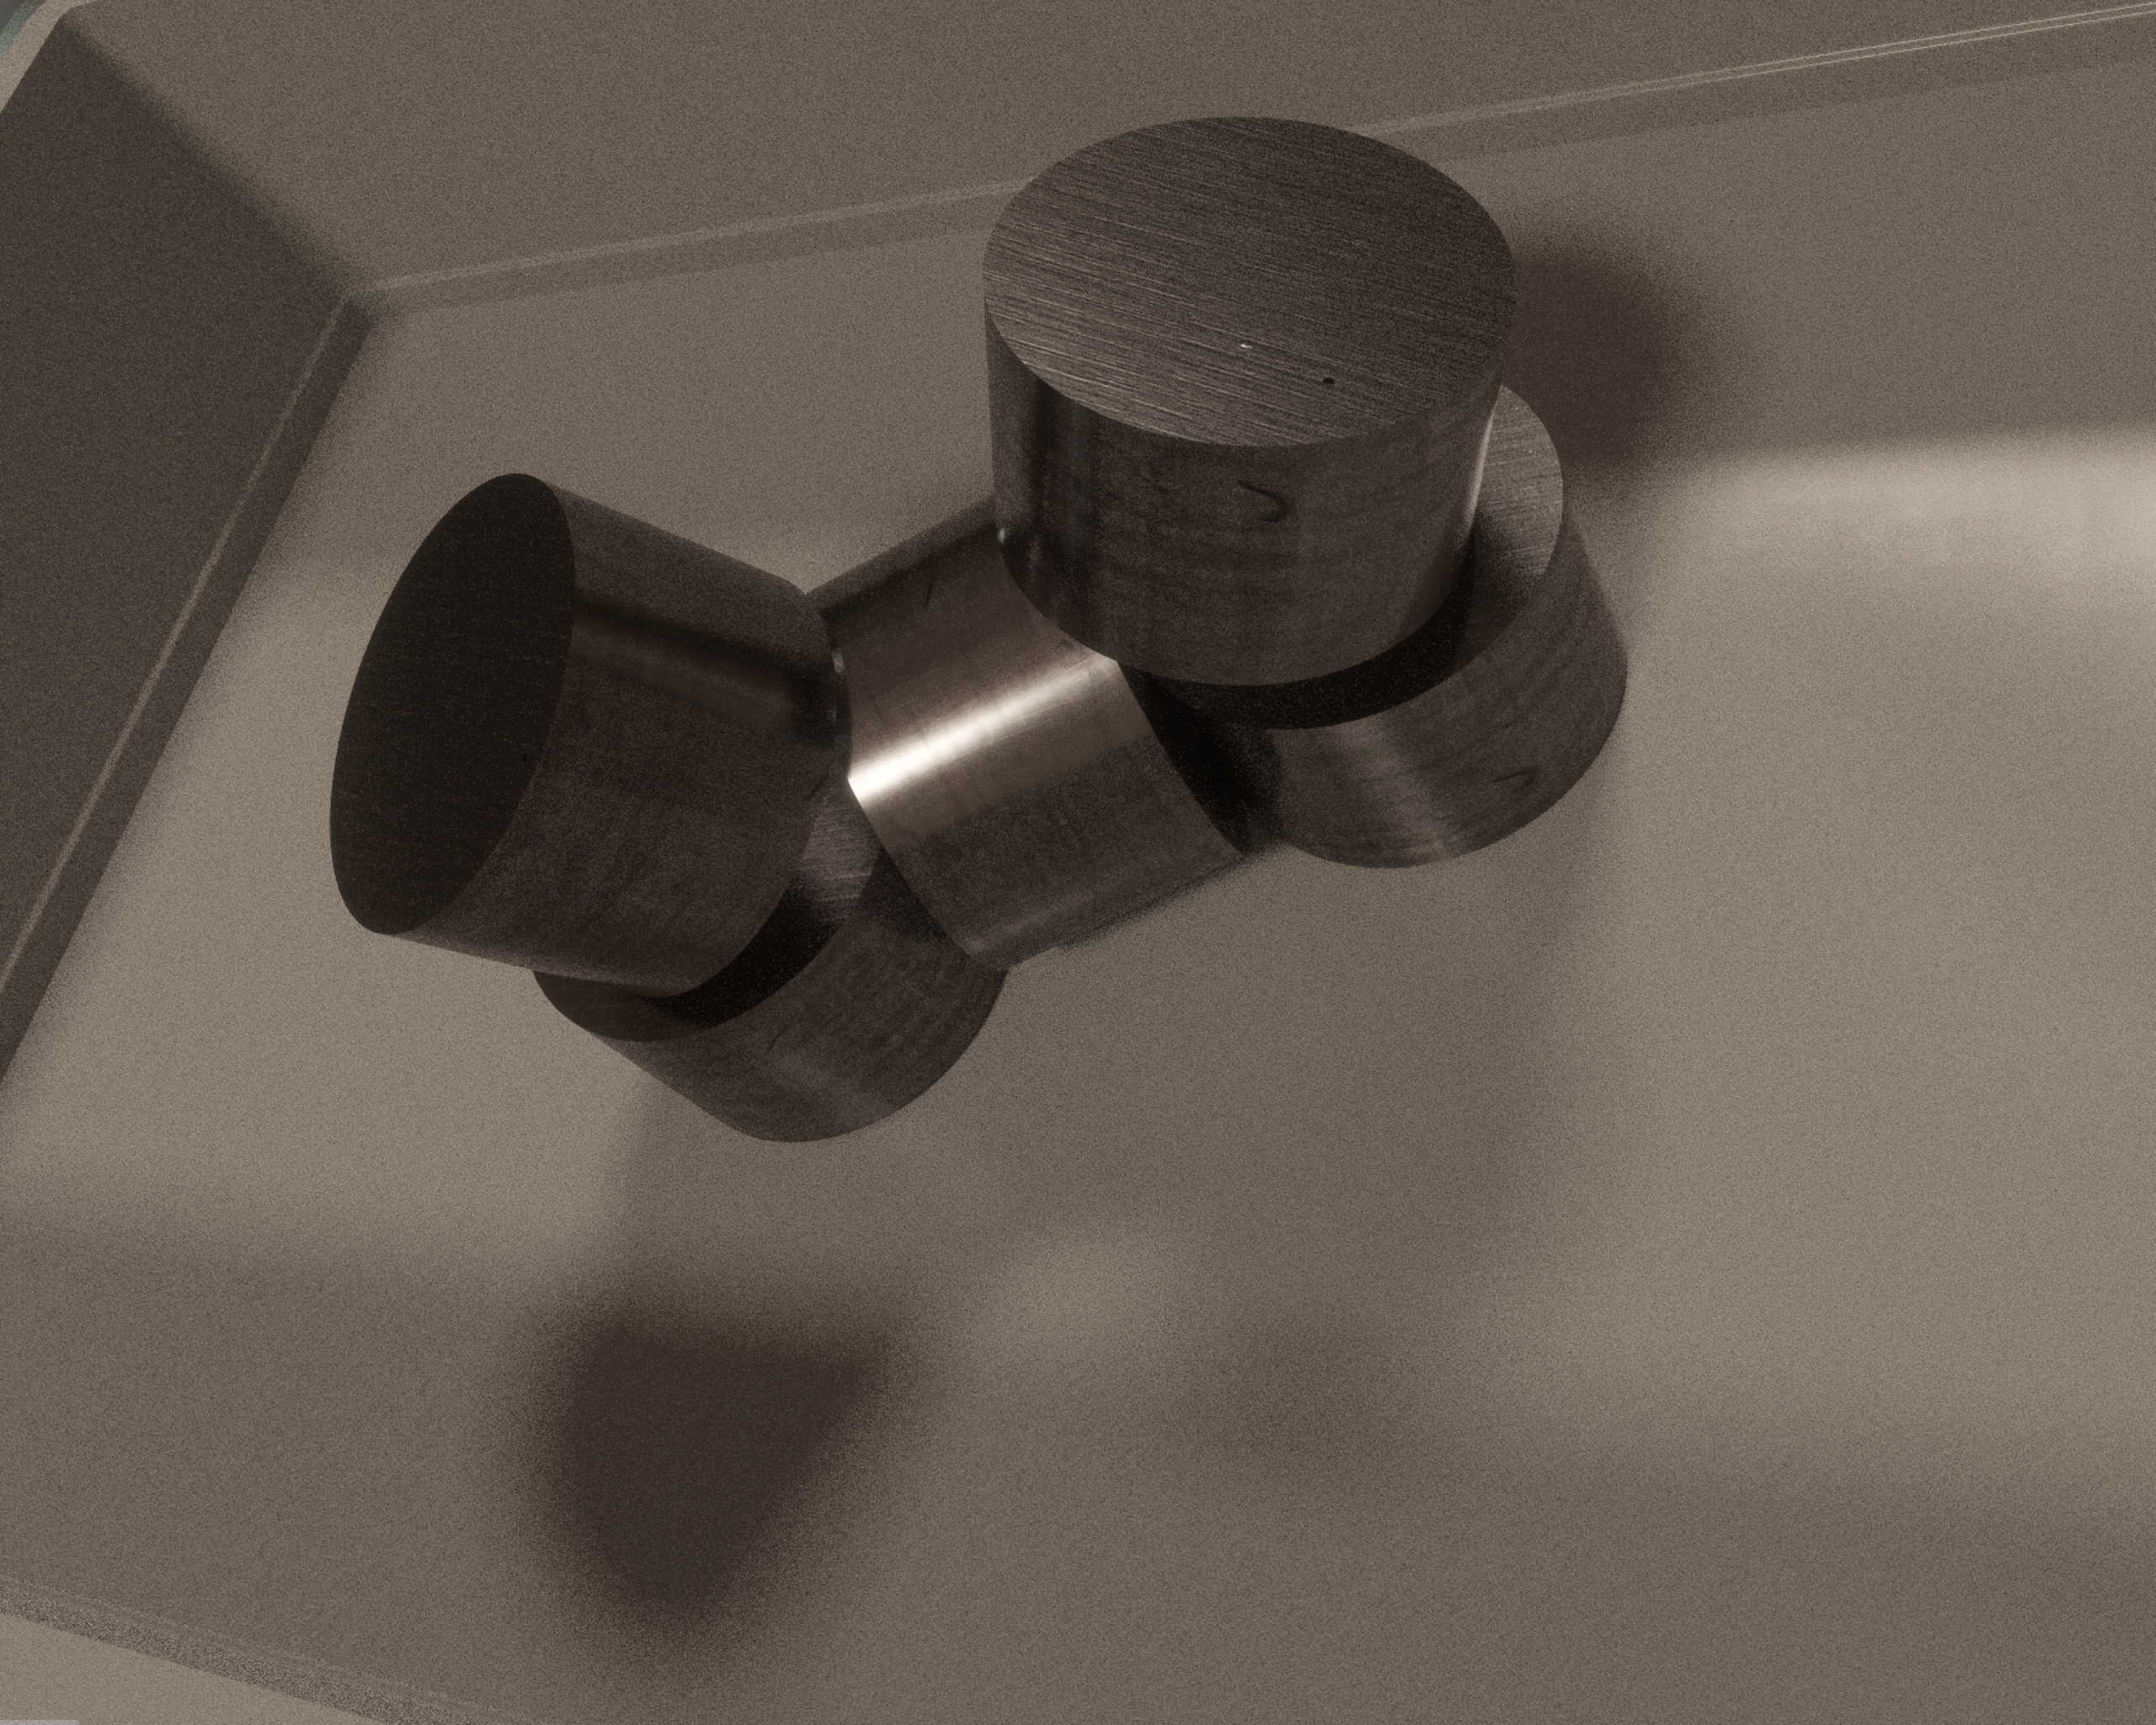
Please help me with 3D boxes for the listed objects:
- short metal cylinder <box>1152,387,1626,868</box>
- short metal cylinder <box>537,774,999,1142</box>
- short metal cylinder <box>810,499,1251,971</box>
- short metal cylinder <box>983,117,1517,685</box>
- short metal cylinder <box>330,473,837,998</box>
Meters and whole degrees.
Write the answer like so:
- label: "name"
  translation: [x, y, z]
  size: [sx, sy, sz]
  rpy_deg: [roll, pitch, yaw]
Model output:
- label: "short metal cylinder"
  translation: [0.055, -0.046, 0.386]
  size: [0.080, 0.050, 0.080]
  rpy_deg: [-13, 56, 20]
- label: "short metal cylinder"
  translation: [-0.061, 0.009, 0.412]
  size: [0.080, 0.050, 0.080]
  rpy_deg: [-13, 56, 20]
- label: "short metal cylinder"
  translation: [-0.009, -0.027, 0.388]
  size: [0.050, 0.080, 0.080]
  rpy_deg: [-26, 53, 12]
- label: "short metal cylinder"
  translation: [0.026, -0.075, 0.335]
  size: [0.081, 0.050, 0.080]
  rpy_deg: [0, 53, 0]
- label: "short metal cylinder"
  translation: [-0.087, -0.021, 0.361]
  size: [0.080, 0.050, 0.080]
  rpy_deg: [-20, 61, 42]
